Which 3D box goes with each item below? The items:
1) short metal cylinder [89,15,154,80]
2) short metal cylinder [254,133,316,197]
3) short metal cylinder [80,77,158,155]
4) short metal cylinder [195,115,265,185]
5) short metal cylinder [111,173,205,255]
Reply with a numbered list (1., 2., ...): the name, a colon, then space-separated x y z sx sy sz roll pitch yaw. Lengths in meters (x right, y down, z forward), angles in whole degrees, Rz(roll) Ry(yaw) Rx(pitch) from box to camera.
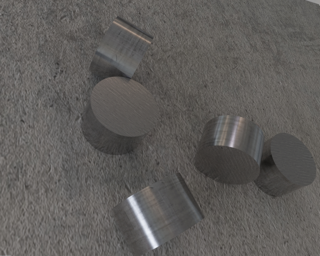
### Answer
1. short metal cylinder: -0.050 -0.096 0.400 0.050 0.080 0.080 29 52 -10
2. short metal cylinder: 0.175 0.054 0.449 0.081 0.050 0.080 14 56 -21
3. short metal cylinder: -0.049 -0.014 0.370 0.081 0.050 0.080 14 56 -21
4. short metal cylinder: 0.090 0.029 0.399 0.080 0.080 0.050 30 52 -9
5. short metal cylinder: -0.002 0.087 0.314 0.081 0.080 0.050 -19 72 -35
